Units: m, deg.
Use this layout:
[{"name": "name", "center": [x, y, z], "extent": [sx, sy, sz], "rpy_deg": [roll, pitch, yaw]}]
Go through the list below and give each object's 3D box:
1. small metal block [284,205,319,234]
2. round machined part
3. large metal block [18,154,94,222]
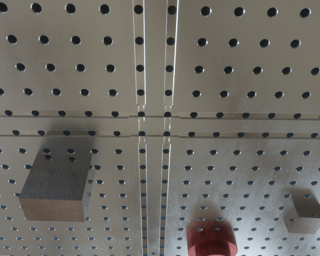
[{"name": "small metal block", "center": [0.260, 0.165, 0.557], "extent": [0.050, 0.025, 0.050], "rpy_deg": [4, 130, -5]}, {"name": "round machined part", "center": [0.105, 0.247, 0.613], "extent": [0.099, 0.042, 0.097], "rpy_deg": [-1, 130, 0]}, {"name": "large metal block", "center": [-0.144, 0.085, 0.446], "extent": [0.081, 0.080, 0.050], "rpy_deg": [3, 130, -3]}]
